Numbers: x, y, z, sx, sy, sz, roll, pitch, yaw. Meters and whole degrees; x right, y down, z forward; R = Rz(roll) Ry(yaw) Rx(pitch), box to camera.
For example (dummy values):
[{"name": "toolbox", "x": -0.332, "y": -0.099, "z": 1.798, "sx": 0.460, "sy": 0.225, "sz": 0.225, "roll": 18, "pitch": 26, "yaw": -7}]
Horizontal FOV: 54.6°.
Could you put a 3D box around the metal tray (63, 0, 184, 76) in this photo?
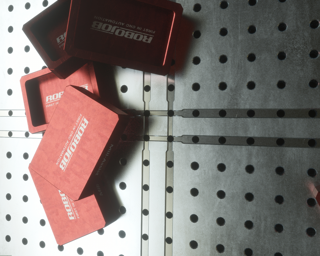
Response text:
[{"name": "metal tray", "x": -0.045, "y": -0.122, "z": 0.385, "sx": 0.131, "sy": 0.030, "sz": 0.089, "roll": 10, "pitch": 101, "yaw": -15}]

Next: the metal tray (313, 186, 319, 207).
[{"name": "metal tray", "x": 0.235, "y": 0.112, "z": 0.327, "sx": 0.090, "sy": 0.030, "sz": 0.130, "roll": -25, "pitch": 82, "yaw": 18}]

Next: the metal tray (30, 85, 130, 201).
[{"name": "metal tray", "x": -0.109, "y": 0.019, "z": 0.417, "sx": 0.090, "sy": 0.030, "sz": 0.129, "roll": 31, "pitch": 100, "yaw": 17}]

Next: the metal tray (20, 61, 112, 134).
[{"name": "metal tray", "x": -0.140, "y": -0.048, "z": 0.460, "sx": 0.130, "sy": 0.030, "sz": 0.090, "roll": -13, "pitch": 86, "yaw": 19}]

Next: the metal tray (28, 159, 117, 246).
[{"name": "metal tray", "x": -0.131, "y": 0.094, "z": 0.457, "sx": 0.090, "sy": 0.030, "sz": 0.130, "roll": -27, "pitch": 81, "yaw": 18}]

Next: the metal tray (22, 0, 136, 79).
[{"name": "metal tray", "x": -0.110, "y": -0.139, "z": 0.424, "sx": 0.130, "sy": 0.030, "sz": 0.090, "roll": -37, "pitch": 71, "yaw": -2}]
